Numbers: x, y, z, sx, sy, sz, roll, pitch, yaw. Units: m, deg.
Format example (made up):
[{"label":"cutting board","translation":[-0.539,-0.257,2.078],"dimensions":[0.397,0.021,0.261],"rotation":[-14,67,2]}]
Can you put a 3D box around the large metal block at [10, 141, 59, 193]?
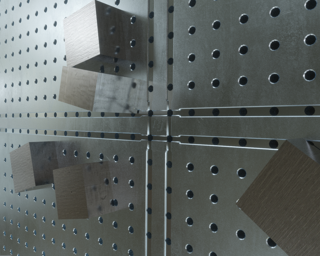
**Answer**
[{"label":"large metal block","translation":[-0.240,0.075,0.593],"dimensions":[0.080,0.050,0.080],"rotation":[-21,77,38]}]

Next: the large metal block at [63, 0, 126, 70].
[{"label":"large metal block","translation":[-0.102,-0.137,0.479],"dimensions":[0.080,0.050,0.080],"rotation":[-10,83,39]}]

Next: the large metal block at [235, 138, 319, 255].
[{"label":"large metal block","translation":[0.132,0.066,0.284],"dimensions":[0.080,0.050,0.080],"rotation":[44,117,31]}]

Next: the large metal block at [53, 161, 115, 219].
[{"label":"large metal block","translation":[-0.123,0.100,0.496],"dimensions":[0.080,0.050,0.080],"rotation":[-15,80,39]}]

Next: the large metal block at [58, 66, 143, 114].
[{"label":"large metal block","translation":[-0.085,-0.054,0.445],"dimensions":[0.080,0.081,0.050],"rotation":[17,101,39]}]
